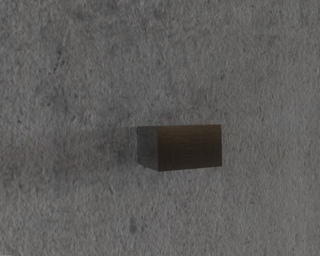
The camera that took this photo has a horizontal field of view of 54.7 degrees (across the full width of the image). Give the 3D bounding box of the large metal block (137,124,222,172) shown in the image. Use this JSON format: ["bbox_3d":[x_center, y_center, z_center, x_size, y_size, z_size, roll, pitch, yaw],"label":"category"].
[{"bbox_3d":[0.021,0.021,0.389,0.081,0.080,0.050,-2,91,-20],"label":"large metal block"}]
